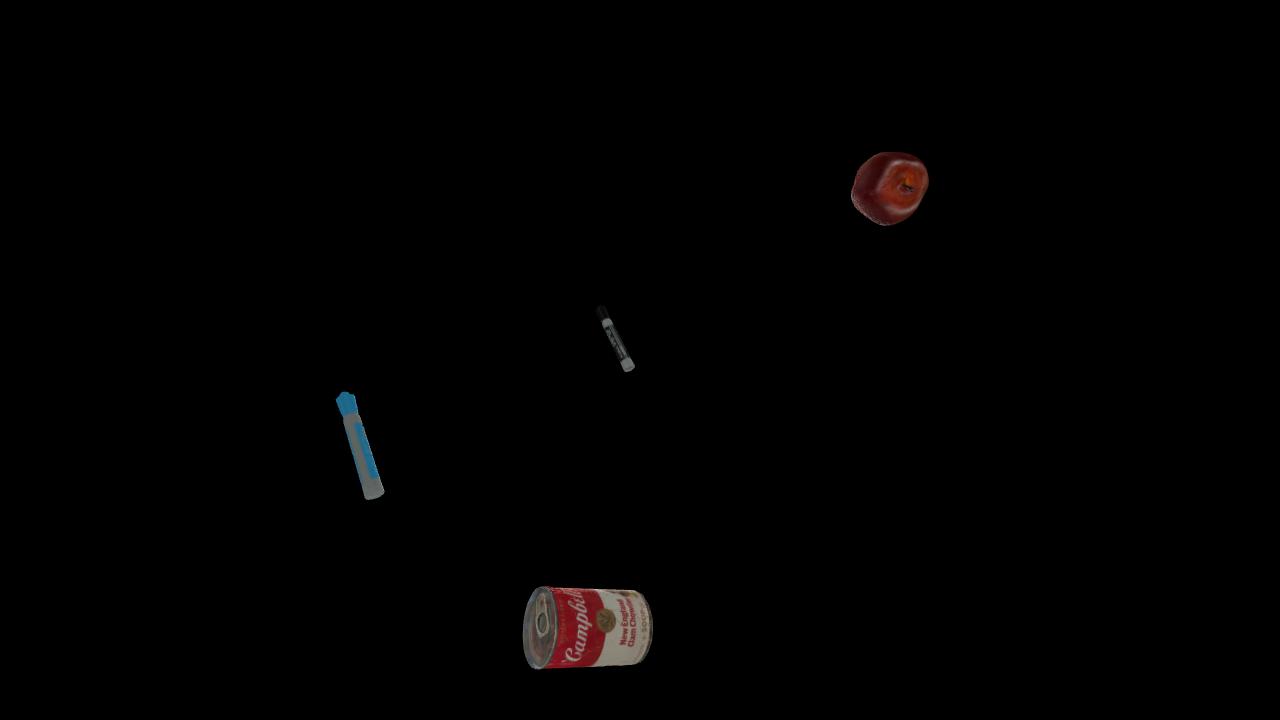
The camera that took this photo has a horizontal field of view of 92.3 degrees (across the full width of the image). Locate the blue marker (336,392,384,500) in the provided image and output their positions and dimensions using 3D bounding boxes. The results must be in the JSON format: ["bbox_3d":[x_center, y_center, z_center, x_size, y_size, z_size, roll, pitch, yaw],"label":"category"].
[{"bbox_3d":[-0.291,0.086,0.637,0.020,0.121,0.020,-23,-21,-10],"label":"blue marker"}]

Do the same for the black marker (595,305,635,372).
[{"bbox_3d":[-0.041,-0.036,0.972,0.020,0.121,0.020,-23,-22,-10],"label":"black marker"}]

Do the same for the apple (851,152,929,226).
[{"bbox_3d":[0.275,-0.190,0.681,0.079,0.079,0.093,0,15,-7],"label":"apple"}]

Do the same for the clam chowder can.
[{"bbox_3d":[-0.047,0.246,0.565,0.102,0.068,0.068,15,-8,-31],"label":"clam chowder can"}]
